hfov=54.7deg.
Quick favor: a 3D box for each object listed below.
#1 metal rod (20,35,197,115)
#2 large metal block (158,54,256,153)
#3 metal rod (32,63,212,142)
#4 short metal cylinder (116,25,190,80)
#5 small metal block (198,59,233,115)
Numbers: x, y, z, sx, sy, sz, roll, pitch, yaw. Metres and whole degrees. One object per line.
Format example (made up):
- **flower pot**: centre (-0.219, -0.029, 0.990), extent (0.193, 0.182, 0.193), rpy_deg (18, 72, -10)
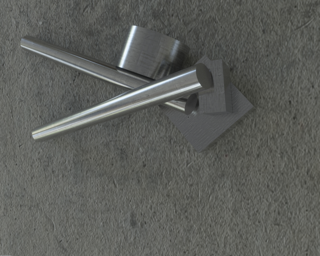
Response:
- **metal rod**: centre (-0.086, -0.079, 0.409), extent (0.300, 0.025, 0.025), rpy_deg (24, 98, 29)
- **large metal block**: centre (0.057, -0.027, 0.375), extent (0.080, 0.050, 0.080), rpy_deg (-43, 76, 16)
- **metal rod**: centre (-0.072, -0.019, 0.378), extent (0.300, 0.025, 0.025), rpy_deg (-14, 85, 40)
- **short metal cylinder**: centre (-0.009, -0.087, 0.385), extent (0.080, 0.080, 0.050), rpy_deg (22, 97, 18)
- **small metal block**: centre (0.057, -0.040, 0.320), extent (0.025, 0.050, 0.050), rpy_deg (-4, 89, 20)
